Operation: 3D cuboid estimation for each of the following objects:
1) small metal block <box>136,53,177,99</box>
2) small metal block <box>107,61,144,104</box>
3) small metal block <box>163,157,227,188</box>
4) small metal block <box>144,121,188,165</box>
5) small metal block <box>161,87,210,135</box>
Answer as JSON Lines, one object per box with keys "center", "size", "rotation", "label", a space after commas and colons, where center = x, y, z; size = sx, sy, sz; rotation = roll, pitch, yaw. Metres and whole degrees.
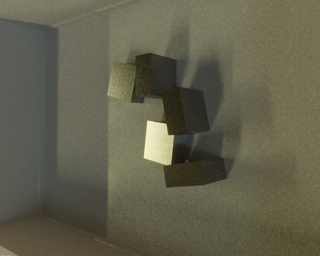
{"center": [-0.004, -0.064, 0.392], "size": [0.025, 0.050, 0.050], "rotation": [0, 90, 40], "label": "small metal block"}
{"center": [-0.045, -0.065, 0.442], "size": [0.050, 0.025, 0.050], "rotation": [20, 102, 38], "label": "small metal block"}
{"center": [0.041, 0.051, 0.356], "size": [0.050, 0.050, 0.025], "rotation": [-13, 82, 39], "label": "small metal block"}
{"center": [0.007, 0.018, 0.395], "size": [0.050, 0.025, 0.050], "rotation": [11, 97, 46], "label": "small metal block"}
{"center": [0.031, -0.019, 0.363], "size": [0.025, 0.050, 0.050], "rotation": [-15, 81, 38], "label": "small metal block"}
